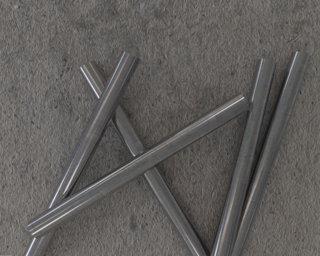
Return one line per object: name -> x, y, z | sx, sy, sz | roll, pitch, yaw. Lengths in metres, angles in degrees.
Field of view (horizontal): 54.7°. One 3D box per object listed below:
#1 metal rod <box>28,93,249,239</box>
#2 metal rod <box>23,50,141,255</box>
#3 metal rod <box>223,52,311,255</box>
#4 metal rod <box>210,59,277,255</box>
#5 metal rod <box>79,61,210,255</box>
metal rod -> -0.023, 0.044, 0.383 | 0.301, 0.025, 0.025 | -31, 90, -4
metal rod -> -0.102, 0.044, 0.392 | 0.025, 0.025, 0.299 | 27, 97, 0
metal rod -> 0.138, 0.045, 0.410 | 0.025, 0.025, 0.299 | 19, 90, 0
metal rod -> 0.104, 0.057, 0.400 | 0.025, 0.025, 0.299 | 15, 86, 0
metal rod -> -0.019, 0.046, 0.409 | 0.025, 0.025, 0.299 | -31, 90, 0
